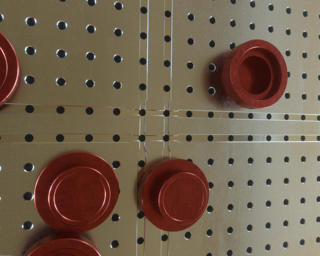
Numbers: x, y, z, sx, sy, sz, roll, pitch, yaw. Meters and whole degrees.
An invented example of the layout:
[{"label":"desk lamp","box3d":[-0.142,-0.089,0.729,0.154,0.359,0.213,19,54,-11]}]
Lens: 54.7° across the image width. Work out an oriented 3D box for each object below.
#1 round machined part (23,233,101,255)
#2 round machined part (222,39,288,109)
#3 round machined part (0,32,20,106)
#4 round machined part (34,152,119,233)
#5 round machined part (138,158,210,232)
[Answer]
[{"label":"round machined part","box3d":[-0.116,0.171,0.361,0.099,0.042,0.097,0,91,-21]},{"label":"round machined part","box3d":[0.134,-0.076,0.455,0.099,0.042,0.097,0,90,-21]},{"label":"round machined part","box3d":[-0.202,-0.062,0.329,0.099,0.042,0.097,0,90,-21]},{"label":"round machined part","box3d":[-0.097,0.077,0.369,0.099,0.042,0.097,0,90,-21]},{"label":"round machined part","box3d":[0.023,0.090,0.414,0.099,0.042,0.097,0,90,-21]}]
